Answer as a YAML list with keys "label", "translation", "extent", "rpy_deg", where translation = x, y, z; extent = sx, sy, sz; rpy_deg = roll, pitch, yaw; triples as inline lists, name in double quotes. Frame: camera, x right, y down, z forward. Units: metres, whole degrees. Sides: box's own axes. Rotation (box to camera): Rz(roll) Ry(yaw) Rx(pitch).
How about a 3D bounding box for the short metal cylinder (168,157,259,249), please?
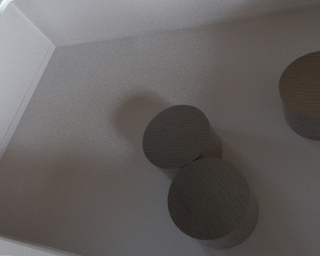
- label: "short metal cylinder"
  translation: [0.055, 0.076, 0.314]
  extent: [0.080, 0.050, 0.080]
  rpy_deg: [-13, 56, 20]

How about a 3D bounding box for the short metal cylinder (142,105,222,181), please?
- label: "short metal cylinder"
  translation: [0.027, 0.020, 0.362]
  extent: [0.080, 0.050, 0.080]
  rpy_deg: [-13, 56, 20]

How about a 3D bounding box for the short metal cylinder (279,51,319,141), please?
- label: "short metal cylinder"
  translation: [0.169, -0.033, 0.321]
  extent: [0.080, 0.050, 0.080]
  rpy_deg: [-13, 56, 20]
